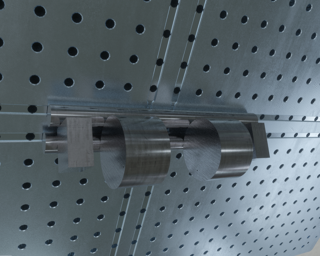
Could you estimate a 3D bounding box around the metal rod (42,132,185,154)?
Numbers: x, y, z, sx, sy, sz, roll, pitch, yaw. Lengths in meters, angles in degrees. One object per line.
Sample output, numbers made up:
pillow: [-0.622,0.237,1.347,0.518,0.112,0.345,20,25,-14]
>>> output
metal rod: [0.001,0.018,0.423,0.303,0.025,0.025,1,118,-29]

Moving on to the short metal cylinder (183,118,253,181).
short metal cylinder: [0.073,0.027,0.404,0.050,0.080,0.079,1,118,-29]

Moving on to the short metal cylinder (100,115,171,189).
short metal cylinder: [-0.030,0.026,0.347,0.050,0.080,0.079,1,118,-29]

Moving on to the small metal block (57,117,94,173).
small metal block: [-0.091,0.020,0.329,0.025,0.050,0.050,1,76,-29]

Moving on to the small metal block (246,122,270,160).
small metal block: [0.127,0.022,0.449,0.025,0.050,0.050,1,77,-28]

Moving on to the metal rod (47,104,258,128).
metal rod: [0.012,-0.012,0.410,0.303,0.025,0.025,1,118,-29]
